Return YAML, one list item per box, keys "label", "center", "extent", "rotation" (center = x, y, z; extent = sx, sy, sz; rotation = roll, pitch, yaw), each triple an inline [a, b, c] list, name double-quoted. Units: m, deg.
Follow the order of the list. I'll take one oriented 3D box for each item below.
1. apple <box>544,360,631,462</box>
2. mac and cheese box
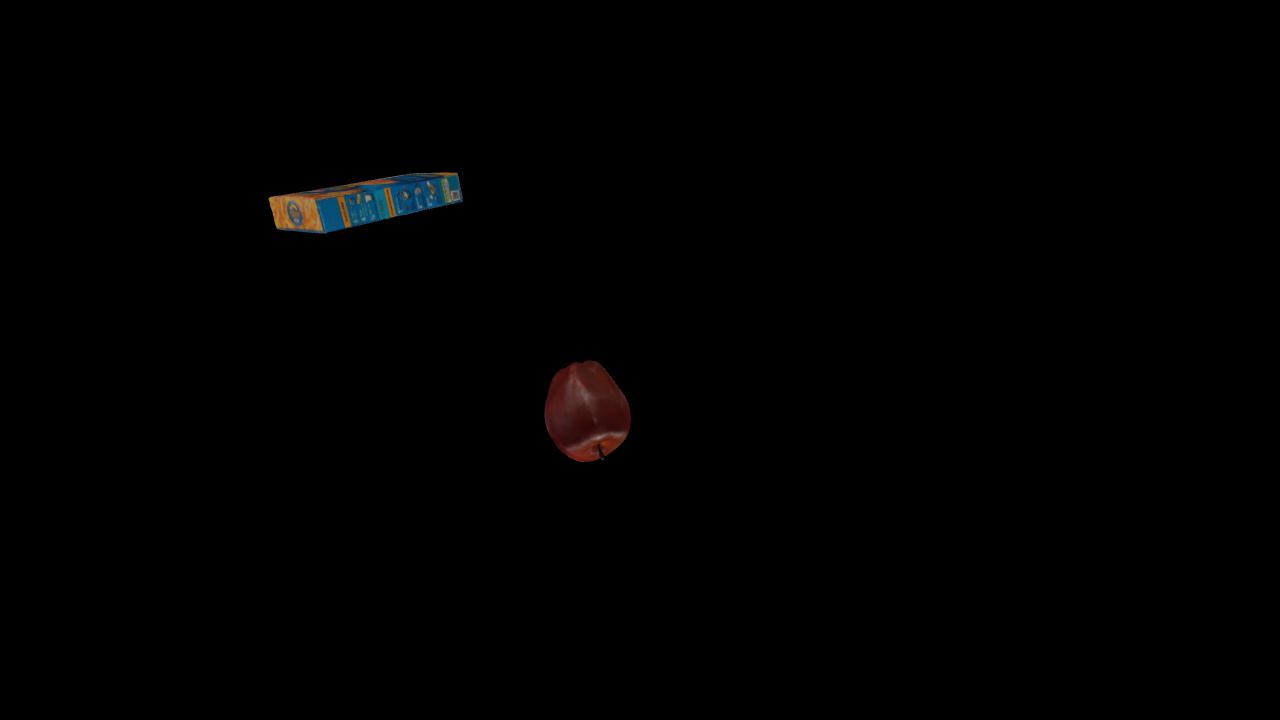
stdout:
- label: "apple"
  center: [-0.049, 0.049, 0.569]
  extent: [0.079, 0.093, 0.079]
  rotation: [-16, -25, -8]
- label: "mac and cheese box"
  center: [-0.305, -0.183, 0.702]
  extent: [0.093, 0.041, 0.184]
  rotation: [12, 28, 31]
